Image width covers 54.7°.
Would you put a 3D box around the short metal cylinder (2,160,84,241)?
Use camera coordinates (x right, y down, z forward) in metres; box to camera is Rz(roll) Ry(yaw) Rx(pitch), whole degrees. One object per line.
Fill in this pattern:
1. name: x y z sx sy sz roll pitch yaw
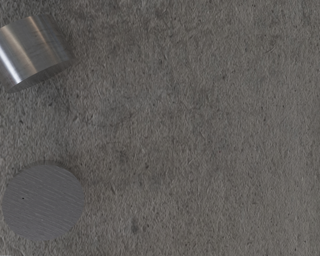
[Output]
1. short metal cylinder: -0.129 0.078 0.348 0.081 0.050 0.080 0 90 -20

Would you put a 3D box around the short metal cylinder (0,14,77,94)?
1. short metal cylinder: -0.137 -0.077 0.329 0.080 0.080 0.050 -31 101 -17
